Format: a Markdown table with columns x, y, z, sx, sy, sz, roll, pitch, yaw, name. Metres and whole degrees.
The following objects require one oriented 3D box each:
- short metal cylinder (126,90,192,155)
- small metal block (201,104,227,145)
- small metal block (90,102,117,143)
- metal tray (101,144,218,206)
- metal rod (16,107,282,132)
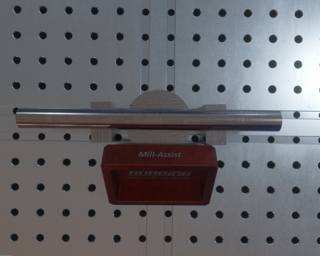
| x | y | z | sx | sy | sz | roll | pitch | yaw | name |
| --- | --- | --- | --- | --- | --- | --- | --- | --- | --- |
| -0.002 | -0.007 | 0.400 | 0.081 | 0.050 | 0.080 | 0 | 90 | 0 | short metal cylinder |
| 0.068 | -0.004 | 0.401 | 0.025 | 0.050 | 0.050 | -1 | 90 | 0 | small metal block |
| -0.071 | -0.007 | 0.400 | 0.025 | 0.050 | 0.050 | -1 | 90 | 0 | small metal block |
| -0.001 | 0.060 | 0.383 | 0.131 | 0.089 | 0.030 | 0 | 47 | 0 | metal tray |
| -0.012 | -0.010 | 0.363 | 0.302 | 0.025 | 0.025 | 1 | 90 | 0 | metal rod |
